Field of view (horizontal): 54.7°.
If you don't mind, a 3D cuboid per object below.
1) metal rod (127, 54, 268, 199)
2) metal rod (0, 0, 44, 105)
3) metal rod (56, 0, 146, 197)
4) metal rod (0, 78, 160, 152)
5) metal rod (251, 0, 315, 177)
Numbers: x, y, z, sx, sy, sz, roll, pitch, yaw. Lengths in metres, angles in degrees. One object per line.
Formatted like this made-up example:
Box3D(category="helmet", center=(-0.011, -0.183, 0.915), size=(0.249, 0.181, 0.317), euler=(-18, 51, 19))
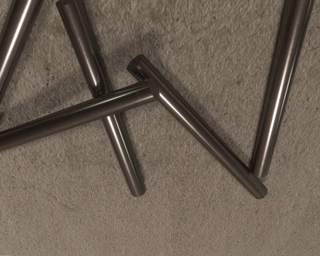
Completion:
Box3D(category="metal rod", center=(0.067, 0.015, 0.420), size=(0.025, 0.025, 0.300), euler=(-32, 124, 24))
Box3D(category="metal rod", center=(-0.158, -0.089, 0.328), size=(0.025, 0.025, 0.298), euler=(27, 125, -22))
Box3D(category="metal rod", center=(-0.062, -0.012, 0.395), size=(0.025, 0.025, 0.298), euler=(-8, 130, 6))
Box3D(category="metal rod", center=(-0.140, -0.002, 0.380), size=(0.300, 0.025, 0.025), euler=(-16, 129, 21))
Box3D(category="metal rod", center=(0.142, -0.049, 0.367), size=(0.025, 0.025, 0.298), euler=(-2, 130, 1))
